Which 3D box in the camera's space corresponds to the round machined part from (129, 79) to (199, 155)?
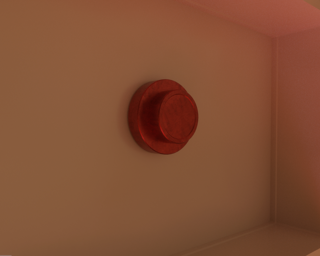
[{"bbox_3d":[0.012,-0.014,0.400,0.099,0.042,0.097,0,90,-40],"label":"round machined part"}]
